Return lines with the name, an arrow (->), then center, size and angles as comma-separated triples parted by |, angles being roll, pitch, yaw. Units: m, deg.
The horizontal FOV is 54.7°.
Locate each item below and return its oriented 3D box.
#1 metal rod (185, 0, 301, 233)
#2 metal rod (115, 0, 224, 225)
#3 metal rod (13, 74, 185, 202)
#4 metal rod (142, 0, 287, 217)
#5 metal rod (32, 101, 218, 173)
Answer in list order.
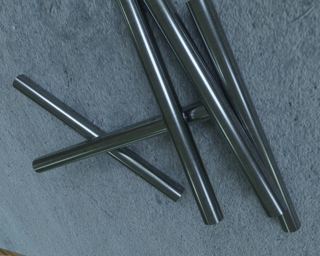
metal rod -> 0.102, -0.003, 0.351 | 0.025, 0.025, 0.299 | -15, 111, 34
metal rod -> 0.009, -0.028, 0.350 | 0.025, 0.025, 0.299 | -16, 100, 34
metal rod -> -0.094, 0.013, 0.464 | 0.301, 0.025, 0.025 | 35, 129, 5
metal rod -> 0.055, -0.035, 0.333 | 0.025, 0.025, 0.299 | -26, 97, 37
metal rod -> -0.063, 0.017, 0.424 | 0.300, 0.025, 0.025 | -18, 109, 26
